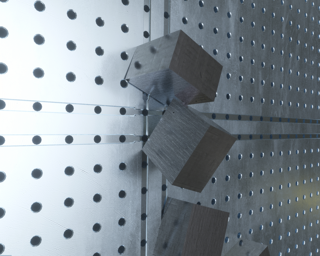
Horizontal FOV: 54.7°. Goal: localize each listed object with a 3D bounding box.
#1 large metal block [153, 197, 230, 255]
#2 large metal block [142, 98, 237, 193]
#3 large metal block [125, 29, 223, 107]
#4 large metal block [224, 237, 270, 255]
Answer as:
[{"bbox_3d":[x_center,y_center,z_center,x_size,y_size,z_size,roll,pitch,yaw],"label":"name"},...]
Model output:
[{"bbox_3d":[0.046,0.147,0.434,0.080,0.050,0.080,24,75,-38],"label":"large metal block"},{"bbox_3d":[0.033,0.020,0.385,0.050,0.080,0.080,24,103,-38],"label":"large metal block"},{"bbox_3d":[0.018,-0.069,0.389,0.080,0.080,0.050,30,69,-37],"label":"large metal block"},{"bbox_3d":[0.144,0.246,0.518,0.081,0.050,0.080,-25,106,-37],"label":"large metal block"}]
